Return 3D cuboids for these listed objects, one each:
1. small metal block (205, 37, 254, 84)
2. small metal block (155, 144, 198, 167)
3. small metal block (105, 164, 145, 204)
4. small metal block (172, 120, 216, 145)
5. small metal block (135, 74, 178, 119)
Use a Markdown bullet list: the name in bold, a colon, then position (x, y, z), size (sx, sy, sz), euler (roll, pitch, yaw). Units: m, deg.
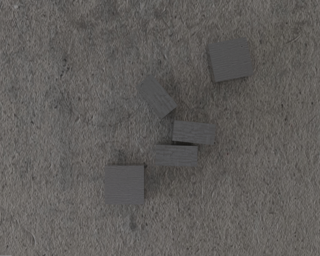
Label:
- **small metal block**: position (0.091, -0.088, 0.410), size (0.050, 0.025, 0.050), euler (-11, 90, 0)
- **small metal block**: position (0.020, 0.033, 0.398), size (0.050, 0.050, 0.025), euler (2, 90, 0)
- **small metal block**: position (-0.046, 0.073, 0.410), size (0.050, 0.025, 0.050), euler (0, 90, 0)
- **small metal block**: position (0.041, 0.005, 0.398), size (0.050, 0.050, 0.025), euler (6, 90, 0)
- **small metal block**: position (-0.004, -0.038, 0.397), size (0.025, 0.050, 0.050), euler (-40, 90, 0)
